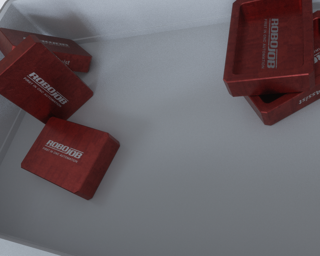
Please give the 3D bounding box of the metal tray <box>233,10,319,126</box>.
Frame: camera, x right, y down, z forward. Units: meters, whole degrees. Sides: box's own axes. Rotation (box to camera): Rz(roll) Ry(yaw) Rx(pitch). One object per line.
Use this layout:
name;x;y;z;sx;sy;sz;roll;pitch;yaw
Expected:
metal tray;0.158;-0.072;0.363;0.130;0.030;0.090;-31;52;8

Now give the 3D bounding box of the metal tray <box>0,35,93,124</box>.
metal tray;-0.176;-0.064;0.470;0.090;0.130;0.030;-43;51;-1

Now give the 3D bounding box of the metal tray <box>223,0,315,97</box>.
metal tray;0.127;-0.101;0.358;0.090;0.030;0.130;-2;61;27

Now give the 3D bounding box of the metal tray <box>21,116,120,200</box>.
metal tray;-0.132;0.039;0.448;0.130;0.030;0.090;14;69;34

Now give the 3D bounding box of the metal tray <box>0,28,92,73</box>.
metal tray;-0.194;-0.131;0.525;0.090;0.131;0.030;41;121;39
